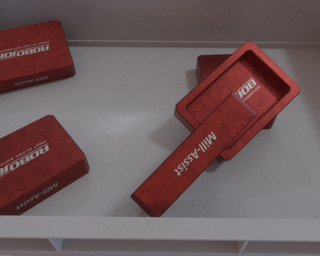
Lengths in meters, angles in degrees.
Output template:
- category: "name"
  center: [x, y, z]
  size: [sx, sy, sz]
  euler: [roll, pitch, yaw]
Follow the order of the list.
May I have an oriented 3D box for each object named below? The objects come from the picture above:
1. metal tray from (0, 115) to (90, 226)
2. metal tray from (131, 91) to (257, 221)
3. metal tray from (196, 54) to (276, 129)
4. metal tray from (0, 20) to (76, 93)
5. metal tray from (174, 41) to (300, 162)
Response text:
- category: "metal tray"
  center: [-0.162, 0.047, 0.361]
  size: [0.131, 0.030, 0.090]
  euler: [-32, 57, -24]
- category: "metal tray"
  center: [0.030, 0.028, 0.309]
  size: [0.030, 0.090, 0.130]
  euler: [44, 84, 5]
- category: "metal tray"
  center: [0.106, -0.056, 0.449]
  size: [0.091, 0.030, 0.130]
  euler: [-2, 50, -2]
- category: "metal tray"
  center: [-0.206, -0.110, 0.474]
  size: [0.131, 0.030, 0.090]
  euler: [-17, 71, -14]
- category: "metal tray"
  center: [0.093, -0.033, 0.382]
  size: [0.130, 0.030, 0.090]
  euler: [-42, 84, -8]
